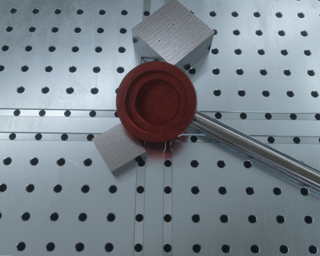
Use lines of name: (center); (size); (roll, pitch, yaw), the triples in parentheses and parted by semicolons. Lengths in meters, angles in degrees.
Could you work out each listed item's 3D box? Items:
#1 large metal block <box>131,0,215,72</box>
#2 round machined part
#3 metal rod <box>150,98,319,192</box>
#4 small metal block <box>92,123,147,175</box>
large metal block: (0.018, -0.124, 0.444); (0.080, 0.050, 0.080); (-41, 76, -14)
round machined part: (-0.002, -0.032, 0.390); (0.098, 0.042, 0.097); (0, 92, 11)
metal rod: (0.084, 0.007, 0.410); (0.301, 0.025, 0.025); (27, 72, 9)
small metal block: (-0.052, 0.026, 0.402); (0.050, 0.025, 0.050); (-31, 73, -11)
